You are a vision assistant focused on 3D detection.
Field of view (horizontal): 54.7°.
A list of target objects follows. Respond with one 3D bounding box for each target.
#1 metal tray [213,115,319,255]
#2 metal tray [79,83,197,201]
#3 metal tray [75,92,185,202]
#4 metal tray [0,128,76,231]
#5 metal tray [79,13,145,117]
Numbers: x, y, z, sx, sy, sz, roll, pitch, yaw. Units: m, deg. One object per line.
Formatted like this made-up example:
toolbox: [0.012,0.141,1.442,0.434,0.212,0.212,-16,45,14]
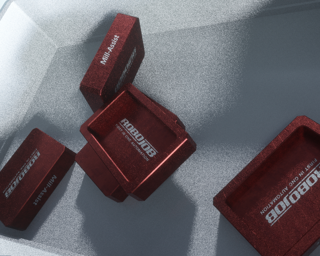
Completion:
metal tray: [0.128,0.060,0.298,0.130,0.030,0.090,-44,51,-2]
metal tray: [-0.031,0.011,0.372,0.090,0.030,0.130,-44,51,-3]
metal tray: [-0.041,0.021,0.412,0.130,0.030,0.090,-48,51,-6]
metal tray: [-0.194,0.072,0.461,0.090,0.030,0.130,24,75,36]
metal tray: [-0.063,-0.086,0.446,0.030,0.090,0.130,18,69,11]
